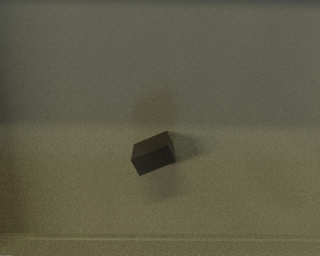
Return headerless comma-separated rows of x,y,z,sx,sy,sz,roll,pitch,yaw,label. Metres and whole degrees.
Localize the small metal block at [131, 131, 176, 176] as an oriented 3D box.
-0.008,0.033,0.410,0.050,0.050,0.025,-23,109,8,small metal block
